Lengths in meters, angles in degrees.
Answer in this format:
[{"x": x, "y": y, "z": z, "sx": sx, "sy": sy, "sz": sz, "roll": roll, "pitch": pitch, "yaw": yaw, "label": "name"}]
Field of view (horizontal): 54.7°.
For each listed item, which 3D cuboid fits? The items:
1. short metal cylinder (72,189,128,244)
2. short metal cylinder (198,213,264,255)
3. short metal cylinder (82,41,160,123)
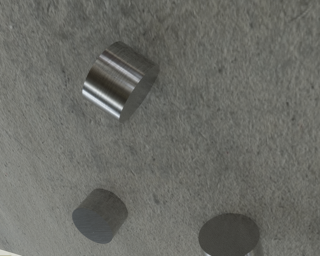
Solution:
[{"x": -0.103, "y": 0.153, "z": 0.537, "sx": 0.080, "sy": 0.050, "sz": 0.079, "roll": 13, "pitch": 124, "yaw": 20, "label": "short metal cylinder"}, {"x": 0.097, "y": 0.163, "z": 0.420, "sx": 0.080, "sy": 0.080, "sz": 0.050, "roll": -3, "pitch": 117, "yaw": 29, "label": "short metal cylinder"}, {"x": -0.044, "y": -0.053, "z": 0.360, "sx": 0.050, "sy": 0.080, "sz": 0.079, "roll": 34, "pitch": 129, "yaw": 5, "label": "short metal cylinder"}]
